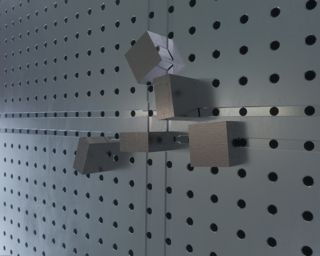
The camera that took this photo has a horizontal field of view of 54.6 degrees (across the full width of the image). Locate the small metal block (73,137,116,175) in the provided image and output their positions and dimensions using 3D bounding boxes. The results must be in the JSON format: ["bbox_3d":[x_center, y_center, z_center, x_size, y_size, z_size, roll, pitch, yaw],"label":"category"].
[{"bbox_3d":[-0.101,0.041,0.478,0.025,0.050,0.050,26,106,37],"label":"small metal block"}]

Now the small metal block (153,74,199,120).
[{"bbox_3d":[0.020,-0.036,0.377,0.025,0.050,0.050,-11,83,40],"label":"small metal block"}]

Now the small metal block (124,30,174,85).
[{"bbox_3d":[-0.016,-0.095,0.423,0.050,0.025,0.050,-39,67,33],"label":"small metal block"}]

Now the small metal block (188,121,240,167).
[{"bbox_3d":[0.062,0.019,0.359,0.050,0.025,0.050,-6,86,40],"label":"small metal block"}]

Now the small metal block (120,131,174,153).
[{"bbox_3d":[-0.017,0.017,0.408,0.050,0.050,0.025,-2,89,40],"label":"small metal block"}]
